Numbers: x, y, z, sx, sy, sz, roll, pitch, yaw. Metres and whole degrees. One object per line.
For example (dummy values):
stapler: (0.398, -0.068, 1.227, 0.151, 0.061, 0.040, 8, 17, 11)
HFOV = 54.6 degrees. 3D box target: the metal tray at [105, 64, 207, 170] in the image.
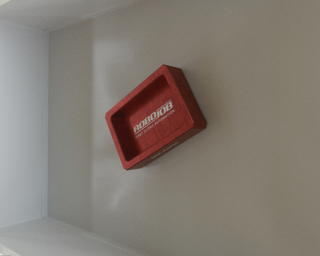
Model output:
metal tray: (-0.011, -0.010, 0.410, 0.130, 0.030, 0.090, -35, 69, 34)
